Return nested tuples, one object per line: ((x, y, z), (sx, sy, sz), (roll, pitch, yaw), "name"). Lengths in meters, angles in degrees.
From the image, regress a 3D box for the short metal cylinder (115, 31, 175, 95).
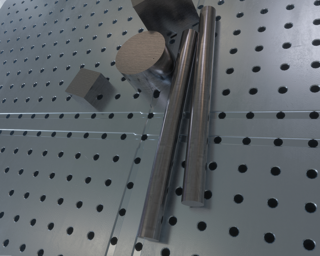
((-0.019, -0.097, 0.462), (0.080, 0.050, 0.080), (-13, 56, 21), "short metal cylinder")

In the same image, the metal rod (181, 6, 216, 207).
((0.055, -0.048, 0.408), (0.025, 0.025, 0.299), (-6, 59, 25), "metal rod")

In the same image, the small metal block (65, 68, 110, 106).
((-0.121, -0.069, 0.514), (0.050, 0.025, 0.050), (20, 72, 35), "small metal block")

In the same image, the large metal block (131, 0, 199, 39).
((0.008, -0.193, 0.488), (0.080, 0.080, 0.050), (-25, 53, 13), "large metal block")

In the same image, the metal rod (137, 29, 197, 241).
((0.016, -0.010, 0.405), (0.025, 0.025, 0.300), (-2, 61, 27), "metal rod")
